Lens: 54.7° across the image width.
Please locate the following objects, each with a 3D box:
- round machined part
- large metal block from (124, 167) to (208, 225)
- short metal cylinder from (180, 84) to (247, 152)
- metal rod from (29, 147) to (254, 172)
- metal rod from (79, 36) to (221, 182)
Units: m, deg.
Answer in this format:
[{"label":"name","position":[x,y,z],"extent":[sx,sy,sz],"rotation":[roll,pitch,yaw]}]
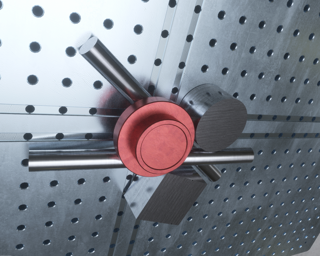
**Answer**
[{"label":"round machined part","position":[-0.002,0.015,0.366],"extent":[0.099,0.042,0.097],"rotation":[-8,113,-20]},{"label":"large metal block","position":[0.008,0.091,0.454],"extent":[0.080,0.050,0.080],"rotation":[22,107,-37]},{"label":"short metal cylinder","position":[0.071,-0.014,0.426],"extent":[0.081,0.050,0.079],"rotation":[-14,125,-21]},{"label":"metal rod","position":[-0.009,0.039,0.408],"extent":[0.303,0.025,0.025],"rotation":[1,118,-21]},{"label":"metal rod","position":[0.008,-0.004,0.415],"extent":[0.025,0.025,0.300],"rotation":[-44,130,2]}]
